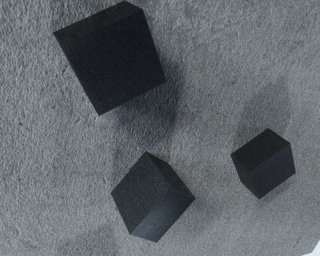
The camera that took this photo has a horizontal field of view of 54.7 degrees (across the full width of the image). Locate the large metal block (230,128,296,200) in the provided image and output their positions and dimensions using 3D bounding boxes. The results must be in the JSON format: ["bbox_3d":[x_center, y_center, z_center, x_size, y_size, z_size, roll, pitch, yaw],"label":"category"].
[{"bbox_3d":[0.176,0.061,0.524,0.080,0.050,0.080,-34,129,-6],"label":"large metal block"}]

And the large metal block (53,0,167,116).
[{"bbox_3d":[-0.049,-0.072,0.319,0.080,0.050,0.080,-29,128,-10],"label":"large metal block"}]

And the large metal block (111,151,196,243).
[{"bbox_3d":[-0.012,0.092,0.422,0.050,0.080,0.080,33,100,-39],"label":"large metal block"}]
